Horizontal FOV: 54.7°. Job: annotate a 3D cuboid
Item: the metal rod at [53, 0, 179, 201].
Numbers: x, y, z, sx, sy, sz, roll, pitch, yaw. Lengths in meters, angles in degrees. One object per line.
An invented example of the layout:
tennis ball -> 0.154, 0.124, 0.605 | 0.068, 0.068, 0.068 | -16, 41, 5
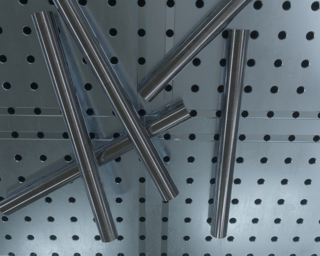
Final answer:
metal rod -> -0.054, -0.041, 0.378 | 0.025, 0.025, 0.299 | -26, 101, 9

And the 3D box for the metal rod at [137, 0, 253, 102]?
metal rod -> 0.084, -0.142, 0.362 | 0.025, 0.025, 0.299 | 43, 104, -14

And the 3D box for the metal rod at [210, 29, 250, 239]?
metal rod -> 0.092, 0.021, 0.422 | 0.025, 0.025, 0.298 | 1, 110, -1

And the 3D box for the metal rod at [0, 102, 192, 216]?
metal rod -> -0.095, 0.046, 0.429 | 0.301, 0.025, 0.025 | -28, 108, 9

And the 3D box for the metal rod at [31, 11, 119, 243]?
metal rod -> -0.103, 0.008, 0.393 | 0.025, 0.025, 0.298 | -13, 102, 4
